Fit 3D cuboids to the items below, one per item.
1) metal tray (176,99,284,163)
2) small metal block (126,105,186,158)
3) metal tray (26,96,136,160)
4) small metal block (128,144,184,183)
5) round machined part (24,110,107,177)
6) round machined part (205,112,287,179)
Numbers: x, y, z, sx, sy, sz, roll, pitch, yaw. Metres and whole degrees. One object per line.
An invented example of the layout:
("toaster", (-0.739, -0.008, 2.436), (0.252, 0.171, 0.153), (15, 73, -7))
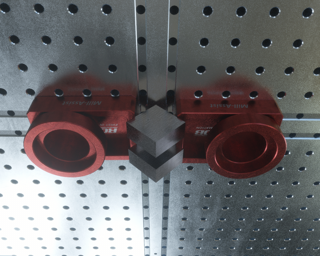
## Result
("metal tray", (0.086, 0.006, 0.415), (0.131, 0.030, 0.089), (0, 131, -1))
("small metal block", (-0.005, 0.002, 0.378), (0.050, 0.050, 0.025), (33, 139, 32))
("metal tray", (-0.095, 0.002, 0.411), (0.131, 0.030, 0.089), (-1, 132, 0))
("small metal block", (-0.005, 0.036, 0.407), (0.050, 0.050, 0.025), (33, 139, 32))
("round machined part", (-0.117, 0.016, 0.396), (0.099, 0.042, 0.097), (0, 130, 0))
("round machined part", (0.107, 0.018, 0.400), (0.099, 0.042, 0.097), (0, 130, 0))
